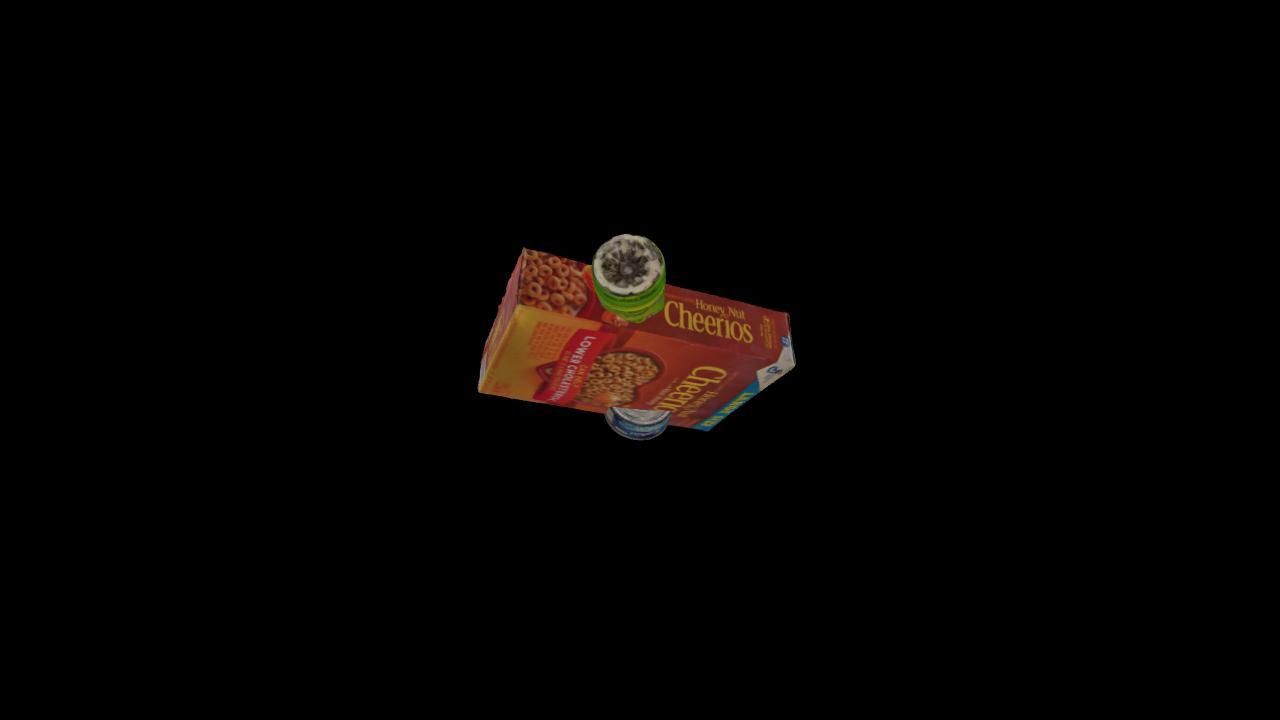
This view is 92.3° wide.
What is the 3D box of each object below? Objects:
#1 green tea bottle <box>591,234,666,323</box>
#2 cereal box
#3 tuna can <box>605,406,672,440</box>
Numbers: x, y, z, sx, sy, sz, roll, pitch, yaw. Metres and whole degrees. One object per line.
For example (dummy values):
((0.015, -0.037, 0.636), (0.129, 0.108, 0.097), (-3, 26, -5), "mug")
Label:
((-0.006, -0.046, 0.650), (0.073, 0.073, 0.212), (0, -24, 5), "green tea bottle")
((-0.009, -0.006, 0.692), (0.306, 0.081, 0.203), (12, -30, -20), "cereal box")
((-0.001, 0.055, 0.757), (0.084, 0.084, 0.034), (0, -40, -12), "tuna can")
